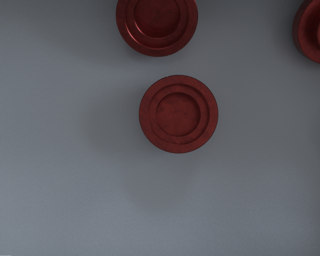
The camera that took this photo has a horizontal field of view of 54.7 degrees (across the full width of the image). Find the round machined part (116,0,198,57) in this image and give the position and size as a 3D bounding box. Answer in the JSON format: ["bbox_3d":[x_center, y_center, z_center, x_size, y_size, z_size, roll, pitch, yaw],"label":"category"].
[{"bbox_3d":[-0.003,-0.143,0.388,0.099,0.042,0.097,0,125,1],"label":"round machined part"}]

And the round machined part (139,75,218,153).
[{"bbox_3d":[0.023,-0.017,0.403,0.099,0.042,0.097,0,90,0],"label":"round machined part"}]

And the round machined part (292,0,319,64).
[{"bbox_3d":[0.222,-0.126,0.386,0.099,0.042,0.097,0,115,1],"label":"round machined part"}]
